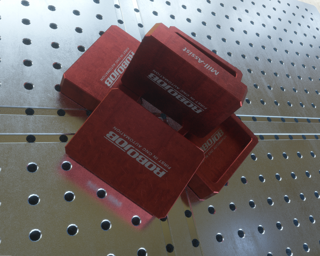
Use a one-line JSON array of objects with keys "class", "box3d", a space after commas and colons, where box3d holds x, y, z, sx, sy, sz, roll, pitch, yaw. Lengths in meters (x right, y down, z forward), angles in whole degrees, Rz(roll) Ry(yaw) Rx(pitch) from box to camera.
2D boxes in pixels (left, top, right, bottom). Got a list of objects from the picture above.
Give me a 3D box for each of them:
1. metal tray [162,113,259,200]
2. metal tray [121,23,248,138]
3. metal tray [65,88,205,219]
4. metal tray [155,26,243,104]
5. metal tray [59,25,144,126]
[{"class": "metal tray", "box3d": [0.071, 0.024, 0.429, 0.090, 0.030, 0.131, 47, 51, 5]}, {"class": "metal tray", "box3d": [0.026, -0.052, 0.374, 0.130, 0.090, 0.030, 35, 51, -5]}, {"class": "metal tray", "box3d": [-0.027, 0.028, 0.350, 0.130, 0.030, 0.090, 37, 76, -4]}, {"class": "metal tray", "box3d": [0.050, -0.079, 0.443, 0.130, 0.030, 0.090, 32, 51, -8]}, {"class": "metal tray", "box3d": [-0.060, -0.074, 0.418, 0.090, 0.030, 0.130, 34, 51, -7]}]
